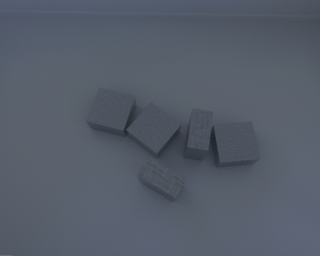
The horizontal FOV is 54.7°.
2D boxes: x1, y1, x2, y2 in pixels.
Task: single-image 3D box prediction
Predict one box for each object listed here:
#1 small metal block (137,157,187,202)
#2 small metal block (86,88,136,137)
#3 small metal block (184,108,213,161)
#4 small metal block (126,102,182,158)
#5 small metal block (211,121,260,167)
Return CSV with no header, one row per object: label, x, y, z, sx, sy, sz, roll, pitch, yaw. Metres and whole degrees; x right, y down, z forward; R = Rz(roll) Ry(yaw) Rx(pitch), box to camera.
small metal block,0.002,0.063,0.371,0.050,0.050,0.025,29,74,9
small metal block,-0.064,-0.021,0.414,0.050,0.025,0.050,14,71,5
small metal block,0.048,0.009,0.392,0.025,0.050,0.050,9,70,2
small metal block,-0.008,0.003,0.406,0.050,0.025,0.050,37,74,12
small metal block,0.096,0.021,0.401,0.050,0.025,0.050,-5,70,-3
